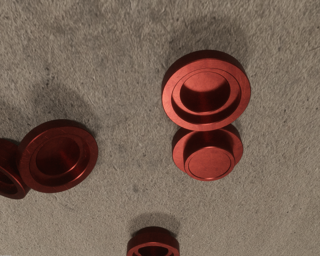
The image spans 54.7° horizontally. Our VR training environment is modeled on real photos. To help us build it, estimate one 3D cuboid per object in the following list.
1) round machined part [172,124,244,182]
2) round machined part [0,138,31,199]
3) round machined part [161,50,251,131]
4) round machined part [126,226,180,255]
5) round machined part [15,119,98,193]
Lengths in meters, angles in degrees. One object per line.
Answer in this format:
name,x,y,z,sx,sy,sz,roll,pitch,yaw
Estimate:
round machined part,0.066,0.037,0.428,0.099,0.042,0.097,-1,130,0
round machined part,-0.215,0.051,0.423,0.098,0.042,0.097,15,138,14
round machined part,0.051,-0.046,0.358,0.099,0.042,0.097,-1,130,0
round machined part,-0.013,0.223,0.586,0.099,0.042,0.097,-1,130,0
round machined part,-0.135,0.032,0.402,0.099,0.042,0.097,-19,126,-28
